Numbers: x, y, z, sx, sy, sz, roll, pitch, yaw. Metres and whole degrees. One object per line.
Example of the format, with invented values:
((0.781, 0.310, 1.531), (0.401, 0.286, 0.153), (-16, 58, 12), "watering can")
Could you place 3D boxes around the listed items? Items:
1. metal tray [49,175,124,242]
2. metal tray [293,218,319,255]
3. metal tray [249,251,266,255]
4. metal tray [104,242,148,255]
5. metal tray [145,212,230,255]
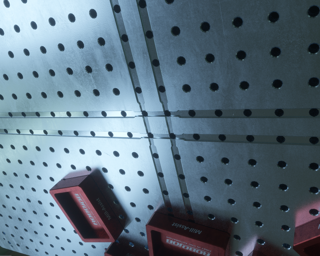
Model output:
((-0.136, 0.153, 0.575), (0.090, 0.030, 0.130), (-15, 111, 34), "metal tray")
((0.240, 0.139, 0.366), (0.090, 0.030, 0.129), (43, 129, -2), "metal tray")
((0.179, 0.252, 0.470), (0.130, 0.030, 0.089), (29, 128, 9), "metal tray")
((-0.044, 0.284, 0.608), (0.130, 0.030, 0.089), (16, 125, 19), "metal tray")
((0.044, 0.195, 0.505), (0.130, 0.030, 0.089), (10, 123, 23), "metal tray")
